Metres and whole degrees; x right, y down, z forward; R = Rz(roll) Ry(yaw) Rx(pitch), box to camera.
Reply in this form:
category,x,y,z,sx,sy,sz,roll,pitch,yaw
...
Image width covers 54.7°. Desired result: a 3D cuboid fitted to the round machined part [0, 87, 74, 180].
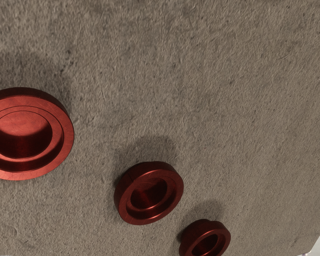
category,x,y,z,sx,sy,sz,roll,pitch,yaw
round machined part,-0.143,0.003,0.320,0.099,0.042,0.097,-14,125,-21

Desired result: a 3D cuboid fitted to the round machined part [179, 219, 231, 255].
category,x,y,z,sx,sy,sz,roll,pitch,yaw
round machined part,0.077,0.207,0.569,0.099,0.042,0.097,-14,125,-21

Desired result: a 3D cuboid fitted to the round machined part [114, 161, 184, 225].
category,x,y,z,sx,sy,sz,roll,pitch,yaw
round machined part,-0.019,0.087,0.441,0.099,0.042,0.097,-14,125,-21
